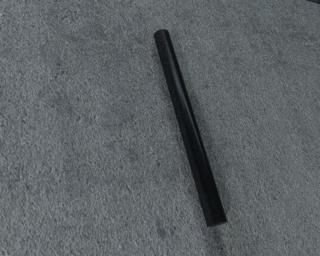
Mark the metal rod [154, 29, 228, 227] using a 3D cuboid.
[{"bbox_3d":[0.035,-0.017,0.432,0.025,0.025,0.299,0,62,-28],"label":"metal rod"}]
